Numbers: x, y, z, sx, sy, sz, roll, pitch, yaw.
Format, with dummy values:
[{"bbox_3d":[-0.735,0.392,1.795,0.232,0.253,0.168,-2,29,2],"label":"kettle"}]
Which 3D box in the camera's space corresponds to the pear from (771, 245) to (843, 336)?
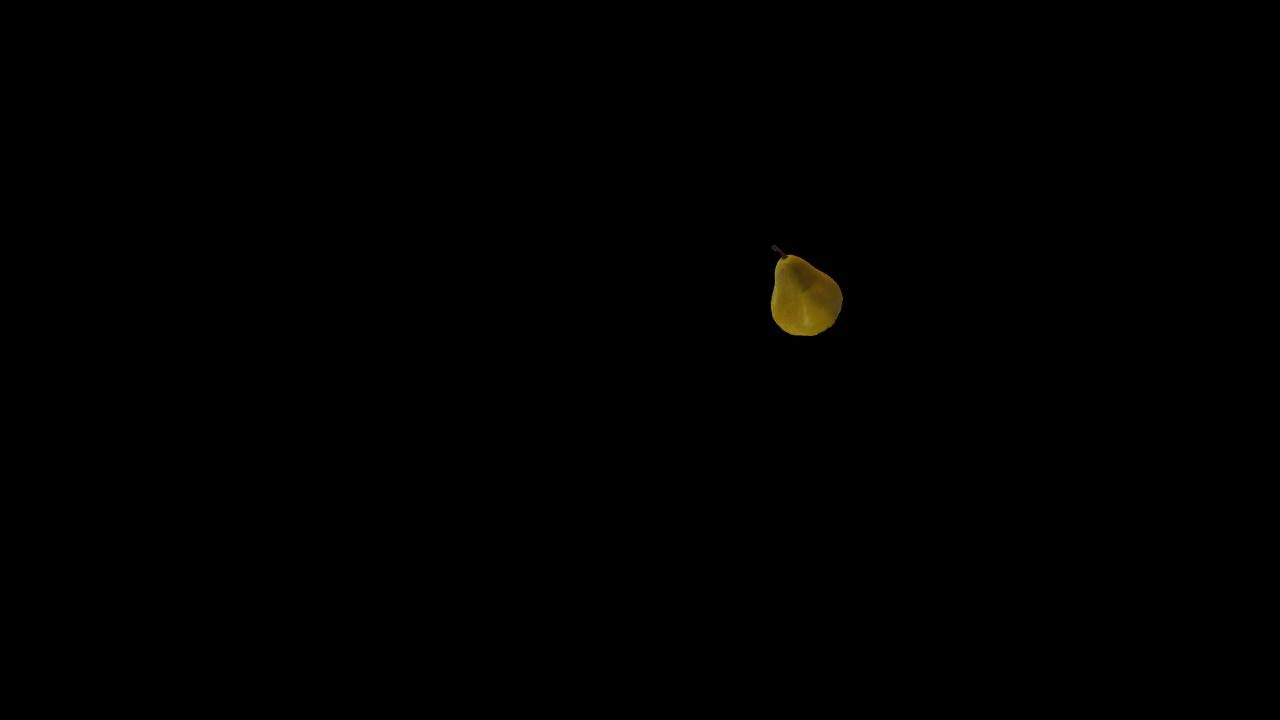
[{"bbox_3d":[0.181,-0.083,0.686,0.080,0.111,0.080,-16,32,10],"label":"pear"}]
